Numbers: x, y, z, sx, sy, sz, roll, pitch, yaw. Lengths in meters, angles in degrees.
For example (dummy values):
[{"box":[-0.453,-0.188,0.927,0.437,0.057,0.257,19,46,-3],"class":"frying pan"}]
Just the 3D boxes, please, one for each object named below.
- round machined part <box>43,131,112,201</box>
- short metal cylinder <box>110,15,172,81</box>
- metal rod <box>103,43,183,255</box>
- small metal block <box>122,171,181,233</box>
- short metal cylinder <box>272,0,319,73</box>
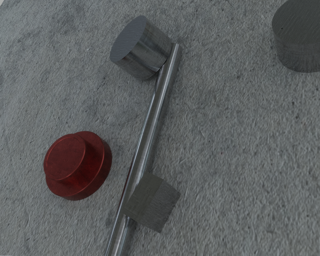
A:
[{"box":[-0.120,0.047,0.427,0.098,0.042,0.098,-13,56,21],"class":"round machined part"},{"box":[-0.029,-0.118,0.459,0.080,0.050,0.080,-31,42,33],"class":"short metal cylinder"},{"box":[-0.014,0.012,0.403,0.025,0.025,0.300,1,62,29],"class":"metal rod"},{"box":[-0.008,0.082,0.341,0.025,0.050,0.050,20,72,35],"class":"small metal block"},{"box":[0.177,-0.112,0.364,0.080,0.050,0.080,-13,56,21],"class":"short metal cylinder"}]
